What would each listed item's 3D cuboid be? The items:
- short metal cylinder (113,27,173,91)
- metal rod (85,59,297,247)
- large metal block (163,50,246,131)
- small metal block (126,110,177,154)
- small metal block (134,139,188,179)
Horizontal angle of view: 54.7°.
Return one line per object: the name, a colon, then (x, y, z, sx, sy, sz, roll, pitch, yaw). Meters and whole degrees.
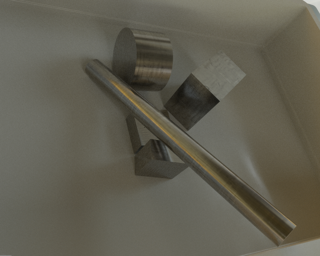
short metal cylinder: (-0.025, -0.089, 0.413, 0.050, 0.080, 0.080, -1, 63, -29)
metal rod: (0.010, 0.006, 0.337, 0.025, 0.025, 0.300, -24, 53, -37)
large metal block: (0.063, -0.053, 0.438, 0.050, 0.080, 0.080, 46, 51, 3)
small metal block: (-0.011, 0.004, 0.399, 0.050, 0.025, 0.050, -2, 63, -30)
small metal block: (0.002, 0.038, 0.369, 0.050, 0.050, 0.025, 10, 58, -24)
